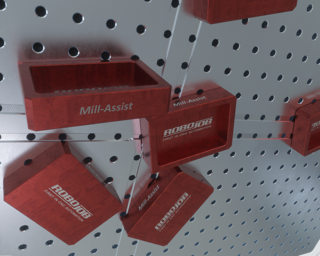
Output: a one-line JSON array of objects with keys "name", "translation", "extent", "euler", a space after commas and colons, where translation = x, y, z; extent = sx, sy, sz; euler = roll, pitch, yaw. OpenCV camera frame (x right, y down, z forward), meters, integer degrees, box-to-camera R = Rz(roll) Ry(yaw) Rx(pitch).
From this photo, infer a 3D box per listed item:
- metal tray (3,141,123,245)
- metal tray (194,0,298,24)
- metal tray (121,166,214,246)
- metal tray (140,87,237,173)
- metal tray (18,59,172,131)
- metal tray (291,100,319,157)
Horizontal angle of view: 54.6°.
[{"name": "metal tray", "translation": [-0.118, 0.087, 0.397], "extent": [0.090, 0.030, 0.130], "euler": [-36, 129, -4]}, {"name": "metal tray", "translation": [0.104, -0.176, 0.355], "extent": [0.131, 0.030, 0.089], "euler": [-16, 125, -20]}, {"name": "metal tray", "translation": [0.013, 0.123, 0.490], "extent": [0.090, 0.030, 0.130], "euler": [32, 100, -38]}, {"name": "metal tray", "translation": [0.041, 0.002, 0.430], "extent": [0.131, 0.030, 0.089], "euler": [-16, 125, -20]}, {"name": "metal tray", "translation": [-0.066, -0.039, 0.308], "extent": [0.131, 0.090, 0.030], "euler": [-8, 122, -24]}, {"name": "metal tray", "translation": [0.305, -0.011, 0.566], "extent": [0.131, 0.030, 0.090], "euler": [-21, 126, -16]}]
